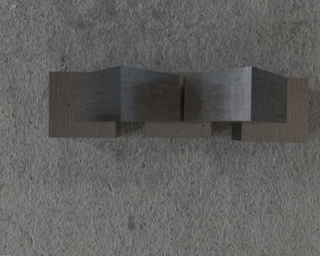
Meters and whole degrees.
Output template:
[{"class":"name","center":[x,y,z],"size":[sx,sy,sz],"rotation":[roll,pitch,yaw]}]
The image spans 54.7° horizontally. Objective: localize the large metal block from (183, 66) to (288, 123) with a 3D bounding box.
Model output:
[{"class":"large metal block","center":[0.082,-0.031,0.337],"size":[0.080,0.081,0.050],"rotation":[1,90,44]}]

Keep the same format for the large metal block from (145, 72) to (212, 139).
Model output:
[{"class":"large metal block","center":[0.022,-0.028,0.399],"size":[0.081,0.050,0.079],"rotation":[1,90,-1]}]

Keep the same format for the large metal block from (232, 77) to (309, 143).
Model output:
[{"class":"large metal block","center":[0.140,-0.022,0.401],"size":[0.081,0.050,0.079],"rotation":[2,90,-1]}]

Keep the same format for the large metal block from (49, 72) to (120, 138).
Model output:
[{"class":"large metal block","center":[-0.093,-0.028,0.398],"size":[0.081,0.050,0.079],"rotation":[0,90,-1]}]

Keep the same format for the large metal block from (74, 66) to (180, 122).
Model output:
[{"class":"large metal block","center":[-0.035,-0.032,0.333],"size":[0.081,0.080,0.050],"rotation":[-1,91,-46]}]
